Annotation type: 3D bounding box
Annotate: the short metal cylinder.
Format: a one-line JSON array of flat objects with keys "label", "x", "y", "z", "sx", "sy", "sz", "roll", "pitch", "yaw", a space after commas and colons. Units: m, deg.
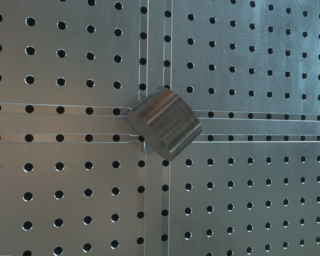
[{"label": "short metal cylinder", "x": 0.005, "y": -0.005, "z": 0.386, "sx": 0.050, "sy": 0.080, "sz": 0.080, "roll": -42, "pitch": 104, "yaw": -15}]
